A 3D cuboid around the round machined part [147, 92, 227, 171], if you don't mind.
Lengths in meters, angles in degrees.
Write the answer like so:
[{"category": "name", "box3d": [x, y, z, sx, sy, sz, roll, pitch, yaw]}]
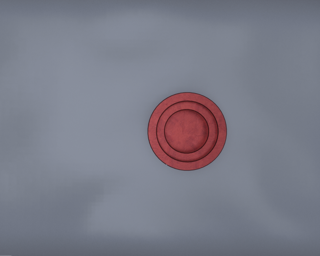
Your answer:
[{"category": "round machined part", "box3d": [0.034, 0.004, 0.403, 0.099, 0.042, 0.097, 0, 90, -1]}]
